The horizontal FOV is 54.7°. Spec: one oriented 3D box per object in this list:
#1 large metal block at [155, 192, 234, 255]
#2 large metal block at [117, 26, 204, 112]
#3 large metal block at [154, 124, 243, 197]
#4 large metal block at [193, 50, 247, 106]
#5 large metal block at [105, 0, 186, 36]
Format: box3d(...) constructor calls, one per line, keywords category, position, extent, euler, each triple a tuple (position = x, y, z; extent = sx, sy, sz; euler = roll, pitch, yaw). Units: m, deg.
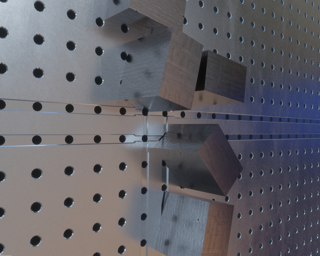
box3d(category="large metal block", position=(0.046, 0.134, 0.414), extent=(0.050, 0.080, 0.080), euler=(17, 79, -39))
box3d(category="large metal block", position=(-0.001, -0.066, 0.374), extent=(0.050, 0.080, 0.080), euler=(19, 78, -39))
box3d(category="large metal block", position=(0.052, 0.041, 0.419), extent=(0.050, 0.080, 0.080), euler=(-49, 119, -29))
box3d(category="large metal block", position=(0.060, -0.064, 0.426), extent=(0.081, 0.080, 0.050), euler=(10, 84, -40))
box3d(category="large metal block", position=(-0.014, -0.163, 0.383), extent=(0.081, 0.050, 0.080), euler=(12, 82, -40))
